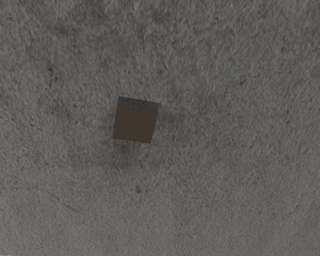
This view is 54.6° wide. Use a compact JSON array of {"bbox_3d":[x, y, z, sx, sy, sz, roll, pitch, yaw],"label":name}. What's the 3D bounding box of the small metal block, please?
[{"bbox_3d":[-0.032,-0.010,0.398,0.050,0.025,0.050,9,130,-8],"label":"small metal block"}]
